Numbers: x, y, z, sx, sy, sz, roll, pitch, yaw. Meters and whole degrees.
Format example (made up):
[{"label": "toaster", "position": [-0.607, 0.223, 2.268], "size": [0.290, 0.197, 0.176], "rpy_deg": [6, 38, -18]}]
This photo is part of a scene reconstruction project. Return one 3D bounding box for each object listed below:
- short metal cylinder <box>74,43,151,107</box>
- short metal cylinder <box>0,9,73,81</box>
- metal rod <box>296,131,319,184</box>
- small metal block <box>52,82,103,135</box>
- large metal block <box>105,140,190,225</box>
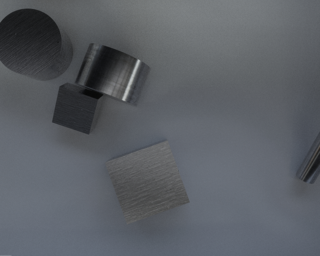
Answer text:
[{"label": "short metal cylinder", "position": [-0.058, -0.064, 0.383], "size": [0.080, 0.080, 0.050], "rpy_deg": [21, 90, -1]}, {"label": "short metal cylinder", "position": [-0.159, -0.104, 0.397], "size": [0.081, 0.050, 0.079], "rpy_deg": [0, 90, -1]}, {"label": "metal rod", "position": [0.235, -0.061, 0.353], "size": [0.025, 0.025, 0.298], "rpy_deg": [17, 115, -1]}, {"label": "small metal block", "position": [-0.106, -0.025, 0.402], "size": [0.050, 0.025, 0.050], "rpy_deg": [19, 110, -1]}, {"label": "large metal block", "position": [-0.015, 0.066, 0.399], "size": [0.080, 0.050, 0.080], "rpy_deg": [-20, 90, -1]}]
